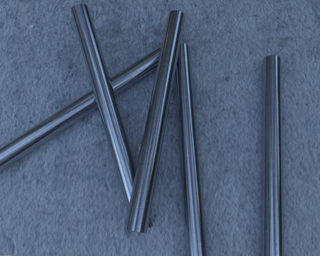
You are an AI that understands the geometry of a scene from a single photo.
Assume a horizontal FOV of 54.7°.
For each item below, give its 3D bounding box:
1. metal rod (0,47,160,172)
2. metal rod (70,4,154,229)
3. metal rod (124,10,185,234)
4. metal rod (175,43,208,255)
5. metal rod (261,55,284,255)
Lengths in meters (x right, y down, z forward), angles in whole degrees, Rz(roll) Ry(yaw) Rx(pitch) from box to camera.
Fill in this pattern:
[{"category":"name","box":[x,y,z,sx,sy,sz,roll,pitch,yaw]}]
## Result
[{"category":"metal rod","box":[-0.116,-0.020,0.414,0.301,0.025,0.025,-35,74,-12]},{"category":"metal rod","box":[-0.064,-0.021,0.393,0.025,0.025,0.299,-17,79,-6]},{"category":"metal rod","box":[-0.001,-0.024,0.390,0.025,0.025,0.299,9,68,3]},{"category":"metal rod","box":[0.037,0.024,0.399,0.025,0.025,0.299,-2,70,-1]},{"category":"metal rod","box":[0.143,0.042,0.394,0.025,0.025,0.299,7,70,2]}]
